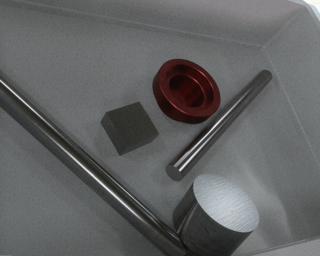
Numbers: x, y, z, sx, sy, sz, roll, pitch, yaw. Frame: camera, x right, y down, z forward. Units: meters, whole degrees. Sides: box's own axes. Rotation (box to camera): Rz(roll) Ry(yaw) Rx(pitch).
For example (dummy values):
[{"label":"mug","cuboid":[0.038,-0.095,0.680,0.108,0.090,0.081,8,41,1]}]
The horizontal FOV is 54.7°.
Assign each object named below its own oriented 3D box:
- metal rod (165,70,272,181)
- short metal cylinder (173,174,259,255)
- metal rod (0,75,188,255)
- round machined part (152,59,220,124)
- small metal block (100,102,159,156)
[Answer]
[{"label":"metal rod","cuboid":[0.106,-0.020,0.477,0.025,0.025,0.302,47,51,4]},{"label":"short metal cylinder","cuboid":[0.062,0.098,0.347,0.080,0.050,0.080,21,30,-12]},{"label":"metal rod","cuboid":[-0.089,0.036,0.336,0.300,0.025,0.025,42,51,0]},{"label":"round machined part","cuboid":[0.034,-0.048,0.444,0.099,0.042,0.098,14,56,-21]},{"label":"small metal block","cuboid":[-0.038,0.000,0.387,0.050,0.025,0.050,-22,74,-36]}]
